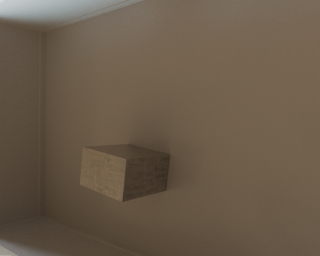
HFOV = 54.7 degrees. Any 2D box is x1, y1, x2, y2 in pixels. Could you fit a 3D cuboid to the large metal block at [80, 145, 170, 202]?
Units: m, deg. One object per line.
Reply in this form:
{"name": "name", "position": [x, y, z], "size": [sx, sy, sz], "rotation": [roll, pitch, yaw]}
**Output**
{"name": "large metal block", "position": [-0.045, 0.054, 0.406], "size": [0.080, 0.081, 0.050], "rotation": [10, 97, 39]}
